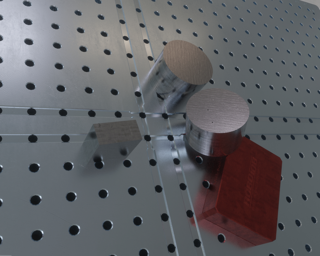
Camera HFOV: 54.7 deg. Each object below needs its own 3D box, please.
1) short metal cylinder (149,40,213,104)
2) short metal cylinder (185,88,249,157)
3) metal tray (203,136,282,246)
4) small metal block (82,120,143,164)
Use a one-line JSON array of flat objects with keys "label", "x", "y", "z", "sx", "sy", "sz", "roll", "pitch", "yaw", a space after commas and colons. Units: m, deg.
[{"label": "short metal cylinder", "x": 0.030, "y": -0.083, "z": 0.459, "sx": 0.081, "sy": 0.050, "sz": 0.080, "roll": 14, "pitch": 56, "yaw": -21}, {"label": "short metal cylinder", "x": 0.075, "y": -0.008, "z": 0.417, "sx": 0.080, "sy": 0.050, "sz": 0.080, "roll": -1, "pitch": 50, "yaw": 2}, {"label": "metal tray", "x": 0.116, "y": 0.078, "z": 0.420, "sx": 0.090, "sy": 0.030, "sz": 0.130, "roll": 30, "pitch": 52, "yaw": -9}, {"label": "small metal block", "x": -0.055, "y": 0.016, "z": 0.353, "sx": 0.050, "sy": 0.050, "sz": 0.025, "roll": -7, "pitch": 65, "yaw": -31}]
